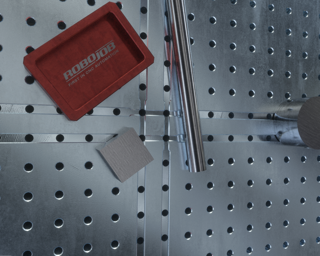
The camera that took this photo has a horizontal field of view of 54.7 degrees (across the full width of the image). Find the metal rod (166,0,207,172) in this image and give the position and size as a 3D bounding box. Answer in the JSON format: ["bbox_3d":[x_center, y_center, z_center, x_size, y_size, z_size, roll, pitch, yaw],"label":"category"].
[{"bbox_3d":[0.033,-0.088,0.425,0.025,0.025,0.298,-9,93,-20],"label":"metal rod"}]

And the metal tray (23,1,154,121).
[{"bbox_3d":[-0.083,-0.080,0.379,0.130,0.030,0.090,-40,103,-16],"label":"metal tray"}]

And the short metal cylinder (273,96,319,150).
[{"bbox_3d":[0.228,-0.008,0.486,0.081,0.050,0.079,0,90,-21],"label":"short metal cylinder"}]

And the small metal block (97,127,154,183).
[{"bbox_3d":[-0.045,0.034,0.397,0.050,0.025,0.050,-36,102,-17],"label":"small metal block"}]
